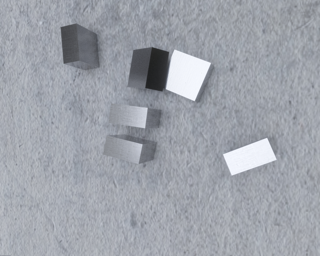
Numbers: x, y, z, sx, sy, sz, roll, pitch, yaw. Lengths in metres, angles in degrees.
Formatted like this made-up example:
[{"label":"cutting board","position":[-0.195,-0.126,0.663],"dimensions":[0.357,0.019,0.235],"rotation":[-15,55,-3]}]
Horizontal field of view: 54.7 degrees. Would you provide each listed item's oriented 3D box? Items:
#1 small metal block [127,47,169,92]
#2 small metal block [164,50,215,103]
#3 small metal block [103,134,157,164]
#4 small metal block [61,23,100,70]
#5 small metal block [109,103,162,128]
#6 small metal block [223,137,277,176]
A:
[{"label":"small metal block","position":[-0.016,-0.075,0.400],"dimensions":[0.050,0.025,0.050],"rotation":[15,96,57]},{"label":"small metal block","position":[0.035,-0.066,0.396],"dimensions":[0.050,0.025,0.050],"rotation":[25,98,18]},{"label":"small metal block","position":[-0.038,0.027,0.408],"dimensions":[0.050,0.050,0.025],"rotation":[13,95,19]},{"label":"small metal block","position":[-0.111,-0.112,0.433],"dimensions":[0.025,0.050,0.050],"rotation":[-6,88,20]},{"label":"small metal block","position":[-0.031,-0.016,0.406],"dimensions":[0.050,0.050,0.025],"rotation":[8,93,19]},{"label":"small metal block","position":[0.105,0.031,0.358],"dimensions":[0.050,0.050,0.025],"rotation":[-23,83,18]}]
